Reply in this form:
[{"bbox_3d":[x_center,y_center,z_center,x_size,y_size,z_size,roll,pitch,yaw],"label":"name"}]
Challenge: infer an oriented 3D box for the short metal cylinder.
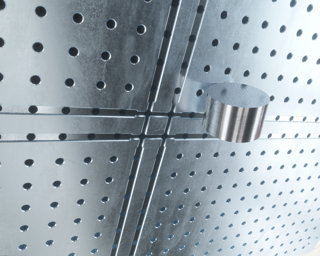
[{"bbox_3d":[0.100,-0.023,0.415,0.081,0.080,0.050,-10,123,-23],"label":"short metal cylinder"}]
